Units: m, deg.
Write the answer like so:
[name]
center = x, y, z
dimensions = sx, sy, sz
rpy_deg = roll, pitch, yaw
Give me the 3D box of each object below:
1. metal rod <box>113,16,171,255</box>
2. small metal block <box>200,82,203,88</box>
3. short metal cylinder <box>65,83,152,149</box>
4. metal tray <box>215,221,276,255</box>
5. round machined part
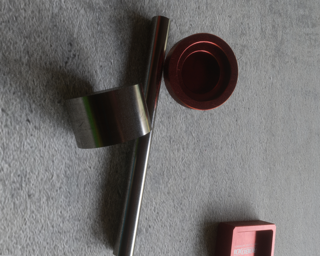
[metal rod]
center = -0.021, 0.005, 0.388
dimensions = 0.025, 0.025, 0.298
rpy_deg = 15, 81, -39
[small metal block]
center = 0.069, -0.061, 0.465
dimensions = 0.050, 0.025, 0.050
rpy_deg = -21, 104, -38
[short metal cylinder]
center = -0.053, -0.015, 0.326
dimensions = 0.081, 0.080, 0.050
rpy_deg = -21, 104, -38
[metal tray]
center = 0.147, 0.208, 0.528
dimensions = 0.131, 0.030, 0.090
rpy_deg = 13, 82, -40
[round machined part]
center = 0.051, -0.073, 0.412
dimensions = 0.099, 0.042, 0.097
rpy_deg = -2, 97, -19
